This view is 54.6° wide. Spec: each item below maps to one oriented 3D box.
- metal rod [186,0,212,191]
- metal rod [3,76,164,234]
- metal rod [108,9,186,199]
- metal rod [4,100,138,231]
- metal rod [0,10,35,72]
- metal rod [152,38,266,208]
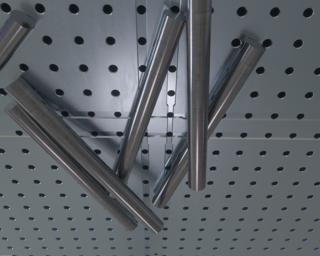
[{"bbox_3d":[0.043,-0.044,0.353,0.025,0.025,0.298,-3,124,2],"label":"metal rod"},{"bbox_3d":[-0.089,0.052,0.429,0.025,0.025,0.300,-28,117,22],"label":"metal rod"},{"bbox_3d":[-0.028,-0.006,0.406,0.025,0.025,0.298,13,129,-11],"label":"metal rod"},{"bbox_3d":[-0.117,0.073,0.472,0.025,0.025,0.300,-21,127,17],"label":"metal rod"},{"bbox_3d":[-0.246,-0.030,0.383,0.299,0.025,0.025,-37,121,27],"label":"metal rod"},{"bbox_3d":[0.051,0.016,0.425,0.025,0.025,0.298,16,128,-13],"label":"metal rod"}]
